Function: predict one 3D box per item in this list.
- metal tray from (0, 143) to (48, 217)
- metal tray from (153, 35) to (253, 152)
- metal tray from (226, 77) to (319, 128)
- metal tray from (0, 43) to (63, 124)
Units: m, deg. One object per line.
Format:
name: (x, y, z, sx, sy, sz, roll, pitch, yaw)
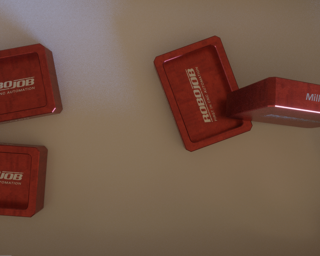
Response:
metal tray: (-0.221, 0.064, 0.407, 0.131, 0.030, 0.089, 4, 90, 0)
metal tray: (0.055, -0.044, 0.409, 0.090, 0.030, 0.129, -20, 90, 0)
metal tray: (0.156, -0.025, 0.361, 0.131, 0.090, 0.030, 6, 82, -17)
metal tray: (-0.204, -0.053, 0.407, 0.131, 0.030, 0.089, -10, 90, 0)
